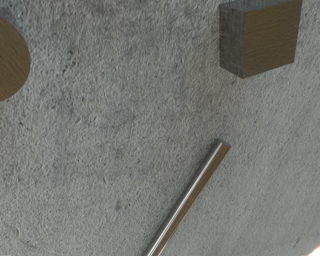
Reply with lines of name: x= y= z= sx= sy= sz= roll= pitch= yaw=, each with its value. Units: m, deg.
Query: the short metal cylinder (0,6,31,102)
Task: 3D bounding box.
short metal cylinder: x=-0.156 y=-0.066 z=0.264 sx=0.081 sy=0.050 sz=0.079 roll=-14 pitch=124 yaw=-21

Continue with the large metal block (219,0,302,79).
large metal block: x=0.122 y=-0.116 z=0.385 sx=0.081 sy=0.050 sz=0.079 roll=-20 pitch=126 yaw=-17

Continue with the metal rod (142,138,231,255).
metal rod: x=0.026 y=0.147 z=0.512 sx=0.025 sy=0.025 sz=0.298 roll=19 pitch=108 yaw=-36
